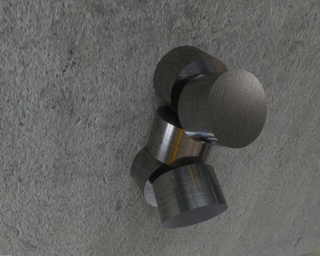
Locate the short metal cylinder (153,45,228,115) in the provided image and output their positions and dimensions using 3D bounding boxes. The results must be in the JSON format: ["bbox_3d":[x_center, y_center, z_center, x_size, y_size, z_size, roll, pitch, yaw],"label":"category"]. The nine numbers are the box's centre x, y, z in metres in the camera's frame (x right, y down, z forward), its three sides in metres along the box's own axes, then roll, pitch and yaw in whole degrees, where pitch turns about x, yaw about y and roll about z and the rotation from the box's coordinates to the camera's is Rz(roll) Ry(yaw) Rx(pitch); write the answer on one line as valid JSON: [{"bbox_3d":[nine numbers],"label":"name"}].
[{"bbox_3d":[0.038,-0.055,0.379,0.081,0.050,0.079,-14,124,-21],"label":"short metal cylinder"}]

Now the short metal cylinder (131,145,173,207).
[{"bbox_3d":[0.005,0.063,0.434,0.081,0.050,0.079,-14,124,-21],"label":"short metal cylinder"}]

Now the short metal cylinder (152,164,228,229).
[{"bbox_3d":[0.035,0.084,0.378,0.081,0.050,0.080,-13,150,-7],"label":"short metal cylinder"}]

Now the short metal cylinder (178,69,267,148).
[{"bbox_3d":[0.067,-0.020,0.332,0.081,0.050,0.079,-2,94,-29],"label":"short metal cylinder"}]

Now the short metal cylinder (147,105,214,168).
[{"bbox_3d":[0.029,0.009,0.395,0.081,0.080,0.050,1,118,-29],"label":"short metal cylinder"}]
